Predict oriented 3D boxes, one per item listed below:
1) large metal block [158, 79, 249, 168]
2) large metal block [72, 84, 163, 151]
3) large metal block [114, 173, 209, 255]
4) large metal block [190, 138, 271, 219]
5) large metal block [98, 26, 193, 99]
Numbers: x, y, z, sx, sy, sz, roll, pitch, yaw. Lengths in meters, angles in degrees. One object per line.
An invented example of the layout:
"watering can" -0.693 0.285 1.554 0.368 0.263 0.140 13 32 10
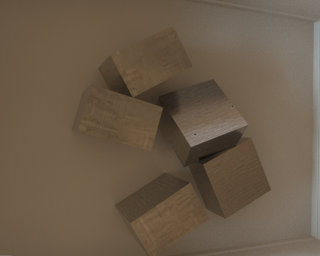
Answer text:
"large metal block" 0.050 -0.008 0.397 0.081 0.050 0.080 -20 60 -19
"large metal block" -0.053 -0.010 0.362 0.081 0.080 0.050 17 85 -20
"large metal block" -0.001 0.103 0.382 0.080 0.080 0.050 -31 101 -18
"large metal block" 0.096 0.066 0.434 0.081 0.050 0.080 -26 99 -19
"large metal block" -0.021 -0.074 0.374 0.080 0.080 0.050 -30 100 -18
